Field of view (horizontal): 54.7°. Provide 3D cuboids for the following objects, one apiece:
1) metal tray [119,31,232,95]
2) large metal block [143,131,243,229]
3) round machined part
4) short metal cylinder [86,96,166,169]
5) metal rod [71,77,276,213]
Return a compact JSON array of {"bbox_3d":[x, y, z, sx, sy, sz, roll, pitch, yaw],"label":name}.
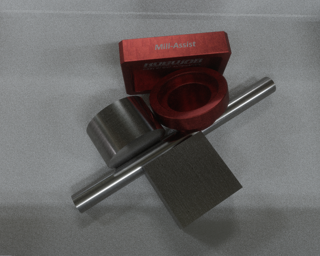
[{"bbox_3d":[0.017,-0.081,0.402,0.131,0.090,0.030,-6,71,-3],"label":"metal tray"},{"bbox_3d":[0.036,0.063,0.371,0.080,0.050,0.080,-31,73,-11],"label":"large metal block"},{"bbox_3d":[0.039,-0.032,0.396,0.098,0.042,0.098,-10,44,10],"label":"round machined part"},{"bbox_3d":[-0.041,0.006,0.376,0.080,0.080,0.050,-32,74,-11],"label":"short metal cylinder"},{"bbox_3d":[0.026,0.016,0.403,0.301,0.025,0.025,-31,73,-11],"label":"metal rod"}]
